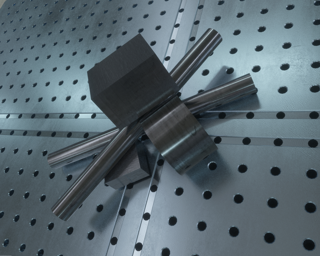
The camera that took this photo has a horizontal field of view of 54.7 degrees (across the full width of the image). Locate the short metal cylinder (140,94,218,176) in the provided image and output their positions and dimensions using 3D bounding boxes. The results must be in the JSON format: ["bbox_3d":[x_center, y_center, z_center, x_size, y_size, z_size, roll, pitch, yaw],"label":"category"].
[{"bbox_3d":[0.021,0.007,0.353,0.050,0.080,0.080,-38,51,4],"label":"short metal cylinder"}]

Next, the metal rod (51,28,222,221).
[{"bbox_3d":[-0.024,-0.010,0.391,0.025,0.025,0.300,35,80,38],"label":"metal rod"}]

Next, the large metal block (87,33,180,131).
[{"bbox_3d":[-0.034,-0.056,0.359,0.080,0.050,0.080,-35,34,6],"label":"large metal block"}]

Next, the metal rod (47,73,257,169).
[{"bbox_3d":[-0.022,-0.003,0.417,0.301,0.025,0.025,-21,54,15],"label":"metal rod"}]

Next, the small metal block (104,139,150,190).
[{"bbox_3d":[-0.046,0.044,0.400,0.050,0.025,0.050,-25,53,13],"label":"small metal block"}]

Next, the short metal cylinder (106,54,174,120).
[{"bbox_3d":[-0.028,-0.057,0.437,0.080,0.050,0.080,-13,56,21],"label":"short metal cylinder"}]
